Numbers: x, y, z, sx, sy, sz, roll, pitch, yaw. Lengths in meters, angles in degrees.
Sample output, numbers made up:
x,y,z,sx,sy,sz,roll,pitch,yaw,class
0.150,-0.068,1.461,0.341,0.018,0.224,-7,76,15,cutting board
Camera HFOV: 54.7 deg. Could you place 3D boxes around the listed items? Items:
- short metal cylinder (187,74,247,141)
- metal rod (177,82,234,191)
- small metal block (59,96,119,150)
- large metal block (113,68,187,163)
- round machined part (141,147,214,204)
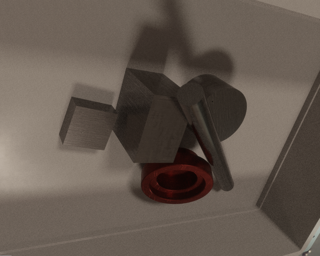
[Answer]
x,y,z,sx,sy,sz,roll,pitch,yaw,class
0.068,-0.026,0.416,0.081,0.050,0.079,-14,124,-21,short metal cylinder
0.071,0.033,0.409,0.025,0.025,0.300,-39,149,-2,metal rod
-0.084,-0.004,0.361,0.050,0.025,0.050,11,113,-33,small metal block
-0.012,-0.015,0.358,0.050,0.080,0.079,4,117,-31,large metal block
0.023,0.064,0.435,0.099,0.042,0.097,-1,137,-1,round machined part
